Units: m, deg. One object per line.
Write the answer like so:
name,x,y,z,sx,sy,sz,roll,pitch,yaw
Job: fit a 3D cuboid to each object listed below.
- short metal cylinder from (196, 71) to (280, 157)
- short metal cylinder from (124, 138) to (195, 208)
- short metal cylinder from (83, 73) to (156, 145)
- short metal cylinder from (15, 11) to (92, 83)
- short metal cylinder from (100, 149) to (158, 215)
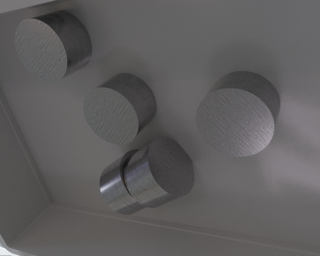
short metal cylinder,0.086,-0.016,0.338,0.080,0.050,0.079,13,124,21
short metal cylinder,-0.001,0.059,0.410,0.050,0.080,0.080,-34,99,38
short metal cylinder,-0.052,-0.025,0.404,0.080,0.050,0.079,13,124,21
short metal cylinder,-0.136,-0.105,0.400,0.080,0.050,0.079,13,124,21
short metal cylinder,-0.037,0.077,0.440,0.080,0.080,0.050,49,129,-7
